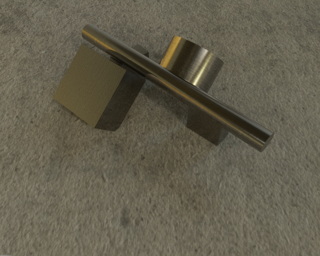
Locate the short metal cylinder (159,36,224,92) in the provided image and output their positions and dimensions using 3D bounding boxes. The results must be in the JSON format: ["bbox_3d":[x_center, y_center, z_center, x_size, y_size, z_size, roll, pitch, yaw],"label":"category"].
[{"bbox_3d":[0.042,-0.086,0.434,0.080,0.080,0.050,32,98,23],"label":"short metal cylinder"}]

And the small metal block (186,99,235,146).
[{"bbox_3d":[0.063,-0.012,0.396,0.050,0.050,0.025,33,58,24],"label":"small metal block"}]

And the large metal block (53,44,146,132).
[{"bbox_3d":[-0.080,-0.051,0.408,0.080,0.050,0.080,33,98,24],"label":"large metal block"}]

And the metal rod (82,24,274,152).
[{"bbox_3d":[0.004,-0.063,0.393,0.300,0.025,0.025,36,58,26],"label":"metal rod"}]

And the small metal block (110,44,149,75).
[{"bbox_3d":[-0.044,-0.090,0.464,0.050,0.050,0.025,-32,57,-24],"label":"small metal block"}]
